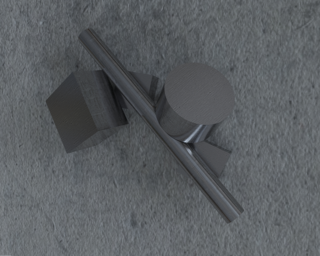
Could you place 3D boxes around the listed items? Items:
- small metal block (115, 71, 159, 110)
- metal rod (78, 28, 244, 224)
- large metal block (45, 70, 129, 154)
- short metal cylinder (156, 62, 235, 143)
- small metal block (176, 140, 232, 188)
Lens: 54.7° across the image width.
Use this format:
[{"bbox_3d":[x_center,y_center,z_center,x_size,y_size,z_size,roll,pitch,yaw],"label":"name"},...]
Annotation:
[{"bbox_3d":[-0.034,-0.049,0.421,0.050,0.025,0.050,13,94,19],"label":"small metal block"},{"bbox_3d":[-0.007,-0.012,0.385,0.025,0.025,0.300,-43,77,15],"label":"metal rod"},{"bbox_3d":[-0.099,-0.021,0.413,0.080,0.050,0.080,-31,80,41],"label":"large metal block"},{"bbox_3d":[0.039,-0.029,0.361,0.081,0.050,0.080,5,64,-11],"label":"short metal cylinder"},{"bbox_3d":[0.056,0.043,0.390,0.050,0.025,0.050,26,98,17],"label":"small metal block"}]
